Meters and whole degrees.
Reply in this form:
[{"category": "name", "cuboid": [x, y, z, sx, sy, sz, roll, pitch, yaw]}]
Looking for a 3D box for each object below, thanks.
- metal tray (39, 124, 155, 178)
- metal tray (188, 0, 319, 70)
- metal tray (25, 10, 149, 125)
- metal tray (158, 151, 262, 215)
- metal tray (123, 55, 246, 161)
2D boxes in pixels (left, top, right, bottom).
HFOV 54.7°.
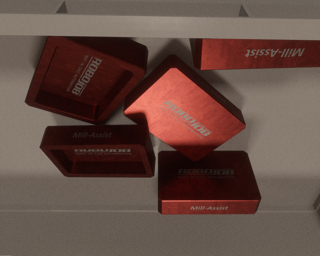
[{"category": "metal tray", "cuboid": [-0.076, 0.033, 0.409, 0.131, 0.030, 0.090, -1, 146, 7]}, {"category": "metal tray", "cuboid": [0.095, -0.091, 0.290, 0.131, 0.090, 0.030, -1, 130, 0]}, {"category": "metal tray", "cuboid": [-0.081, -0.052, 0.324, 0.091, 0.030, 0.129, 17, 149, -25]}, {"category": "metal tray", "cuboid": [0.063, 0.073, 0.429, 0.131, 0.090, 0.030, 0, 130, -1]}, {"category": "metal tray", "cuboid": [0.032, -0.019, 0.390, 0.130, 0.030, 0.090, 35, 122, -26]}]
